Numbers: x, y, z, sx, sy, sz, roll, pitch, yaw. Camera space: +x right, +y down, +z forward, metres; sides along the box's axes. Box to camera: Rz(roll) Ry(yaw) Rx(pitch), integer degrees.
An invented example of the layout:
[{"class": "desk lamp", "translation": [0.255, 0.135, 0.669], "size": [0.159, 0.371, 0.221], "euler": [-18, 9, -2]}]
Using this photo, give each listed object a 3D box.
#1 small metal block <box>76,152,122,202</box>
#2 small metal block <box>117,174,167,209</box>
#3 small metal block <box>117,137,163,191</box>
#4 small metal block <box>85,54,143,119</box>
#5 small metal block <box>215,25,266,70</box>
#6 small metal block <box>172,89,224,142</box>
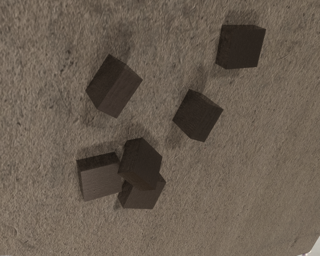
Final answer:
[{"class": "small metal block", "translation": [-0.079, 0.063, 0.404], "size": [0.050, 0.025, 0.050], "euler": [-12, 124, -22]}, {"class": "small metal block", "translation": [-0.026, 0.090, 0.449], "size": [0.050, 0.025, 0.050], "euler": [13, 112, -34]}, {"class": "small metal block", "translation": [-0.025, 0.048, 0.406], "size": [0.025, 0.050, 0.050], "euler": [-12, 138, 31]}, {"class": "small metal block", "translation": [-0.051, -0.046, 0.335], "size": [0.025, 0.050, 0.050], "euler": [27, 103, -38]}, {"class": "small metal block", "translation": [0.104, -0.105, 0.400], "size": [0.050, 0.025, 0.050], "euler": [-9, 123, -24]}, {"class": "small metal block", "translation": [0.049, -0.017, 0.409], "size": [0.025, 0.050, 0.050], "euler": [16, 110, -35]}]
